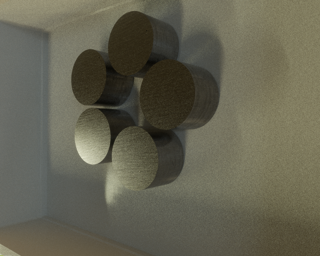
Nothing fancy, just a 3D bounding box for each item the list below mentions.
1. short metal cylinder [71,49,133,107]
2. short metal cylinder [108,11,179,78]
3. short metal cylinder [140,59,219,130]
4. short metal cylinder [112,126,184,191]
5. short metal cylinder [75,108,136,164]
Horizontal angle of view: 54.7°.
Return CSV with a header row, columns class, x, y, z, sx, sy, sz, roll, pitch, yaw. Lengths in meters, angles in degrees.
class,x,y,z,sx,sy,sz,roll,pitch,yaw
short metal cylinder,-0.087,-0.072,0.460,0.080,0.050,0.080,0,90,40
short metal cylinder,-0.022,-0.106,0.406,0.080,0.050,0.080,0,90,40
short metal cylinder,0.022,-0.038,0.370,0.080,0.050,0.080,0,90,40
short metal cylinder,-0.016,0.037,0.402,0.080,0.050,0.080,0,90,40
short metal cylinder,-0.080,0.011,0.454,0.080,0.050,0.080,0,90,40
